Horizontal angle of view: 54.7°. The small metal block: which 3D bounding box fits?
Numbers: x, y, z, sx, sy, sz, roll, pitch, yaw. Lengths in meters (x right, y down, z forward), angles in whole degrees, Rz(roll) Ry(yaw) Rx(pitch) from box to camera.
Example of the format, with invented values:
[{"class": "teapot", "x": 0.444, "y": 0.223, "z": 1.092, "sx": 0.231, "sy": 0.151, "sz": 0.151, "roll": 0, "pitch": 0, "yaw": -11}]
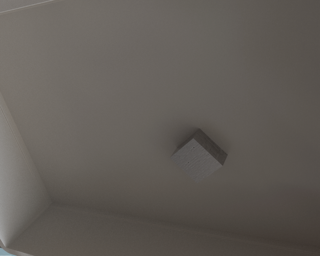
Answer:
[{"class": "small metal block", "x": 0.050, "y": 0.037, "z": 0.404, "sx": 0.050, "sy": 0.025, "sz": 0.050, "roll": 43, "pitch": 129, "yaw": -3}]
